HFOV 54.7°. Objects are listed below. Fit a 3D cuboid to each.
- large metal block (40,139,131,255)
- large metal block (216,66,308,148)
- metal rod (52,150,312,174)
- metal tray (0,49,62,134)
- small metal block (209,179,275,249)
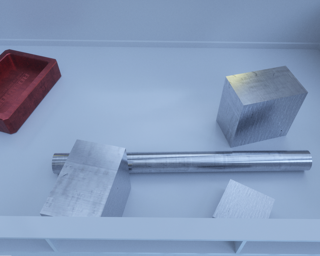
[{"bbox_3d":[-0.067,0.070,0.309,0.050,0.080,0.080,10,51,8],"label":"large metal block"},{"bbox_3d":[0.124,-0.026,0.393,0.081,0.080,0.050,-12,51,-10],"label":"large metal block"},{"bbox_3d":[0.027,0.041,0.371,0.302,0.025,0.025,-1,50,-1],"label":"metal rod"},{"bbox_3d":[-0.216,-0.057,0.446,0.090,0.030,0.130,14,51,11],"label":"metal tray"},{"bbox_3d":[0.088,0.091,0.330,0.050,0.025,0.050,24,54,18],"label":"small metal block"}]
